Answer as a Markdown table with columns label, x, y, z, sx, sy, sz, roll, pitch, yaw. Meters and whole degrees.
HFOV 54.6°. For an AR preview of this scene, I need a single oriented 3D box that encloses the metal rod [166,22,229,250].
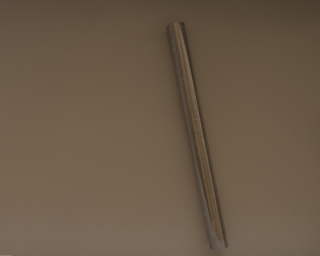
| label | x | y | z | sx | sy | sz | roll | pitch | yaw |
| --- | --- | --- | --- | --- | --- | --- | --- | --- | --- |
| metal rod | 0.050 | 0.011 | 0.411 | 0.025 | 0.025 | 0.299 | -11 | 90 | 0 |
